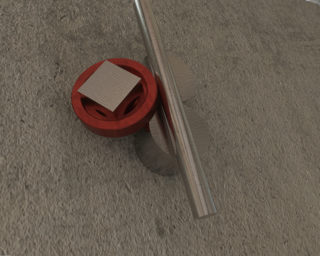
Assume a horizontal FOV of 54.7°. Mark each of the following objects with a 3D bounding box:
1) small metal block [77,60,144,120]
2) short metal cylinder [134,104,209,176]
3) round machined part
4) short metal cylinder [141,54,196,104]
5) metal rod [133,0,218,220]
[{"bbox_3d":[-0.055,-0.042,0.349,0.050,0.025,0.050,30,69,18],"label":"small metal block"},{"bbox_3d":[0.014,0.014,0.388,0.081,0.050,0.080,14,55,-20],"label":"short metal cylinder"},{"bbox_3d":[-0.051,-0.032,0.370,0.099,0.042,0.098,-2,63,3],"label":"round machined part"},{"bbox_3d":[0.002,-0.057,0.425,0.081,0.050,0.080,14,56,-21],"label":"short metal cylinder"},{"bbox_3d":[0.010,-0.042,0.373,0.025,0.025,0.299,-1,62,-29],"label":"metal rod"}]
